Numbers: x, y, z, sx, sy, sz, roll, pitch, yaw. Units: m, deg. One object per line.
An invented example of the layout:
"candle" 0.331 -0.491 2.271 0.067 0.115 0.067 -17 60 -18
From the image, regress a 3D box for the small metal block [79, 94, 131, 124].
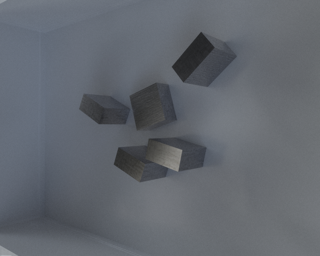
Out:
"small metal block" -0.081 -0.028 0.455 0.050 0.050 0.025 33 110 35

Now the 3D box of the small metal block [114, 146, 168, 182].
"small metal block" -0.023 0.045 0.408 0.050 0.050 0.025 27 107 36

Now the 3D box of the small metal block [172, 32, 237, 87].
"small metal block" 0.050 -0.075 0.348 0.050 0.050 0.025 -47 62 29

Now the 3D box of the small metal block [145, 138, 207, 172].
"small metal block" 0.019 0.030 0.373 0.050 0.050 0.025 17 101 38

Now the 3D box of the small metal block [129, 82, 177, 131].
"small metal block" -0.010 -0.027 0.413 0.050 0.025 0.050 -21 77 37
